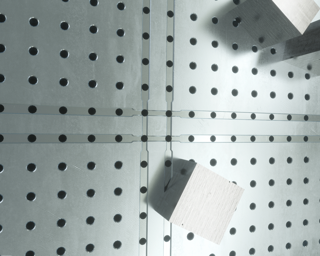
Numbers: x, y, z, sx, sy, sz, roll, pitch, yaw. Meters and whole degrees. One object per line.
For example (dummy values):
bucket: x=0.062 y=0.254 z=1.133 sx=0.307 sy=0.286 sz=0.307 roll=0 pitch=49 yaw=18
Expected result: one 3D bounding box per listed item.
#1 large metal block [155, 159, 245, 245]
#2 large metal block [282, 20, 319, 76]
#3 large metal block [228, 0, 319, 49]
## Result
large metal block: x=0.053 y=0.098 z=0.419 sx=0.080 sy=0.050 sz=0.080 roll=30 pitch=80 yaw=-18
large metal block: x=0.252 y=-0.122 z=0.476 sx=0.081 sy=0.080 sz=0.050 roll=15 pitch=85 yaw=-20
large metal block: x=0.160 y=-0.168 z=0.441 sx=0.080 sy=0.080 sz=0.050 roll=40 pitch=77 yaw=-16
